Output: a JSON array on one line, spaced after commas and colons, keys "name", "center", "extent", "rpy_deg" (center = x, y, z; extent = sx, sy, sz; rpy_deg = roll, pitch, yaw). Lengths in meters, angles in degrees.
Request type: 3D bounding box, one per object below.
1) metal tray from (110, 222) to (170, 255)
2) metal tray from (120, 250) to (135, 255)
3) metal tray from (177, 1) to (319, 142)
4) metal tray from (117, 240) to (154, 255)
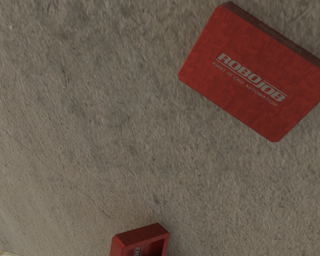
[{"name": "metal tray", "center": [-0.037, 0.224, 0.496], "extent": [0.030, 0.091, 0.129], "rpy_deg": [28, 114, 48]}, {"name": "metal tray", "center": [-0.056, 0.311, 0.622], "extent": [0.090, 0.030, 0.129], "rpy_deg": [30, 128, 8]}, {"name": "metal tray", "center": [0.095, -0.055, 0.319], "extent": [0.130, 0.030, 0.089], "rpy_deg": [35, 129, 4]}, {"name": "metal tray", "center": [-0.017, 0.253, 0.528], "extent": [0.130, 0.090, 0.030], "rpy_deg": [32, 93, 7]}]
